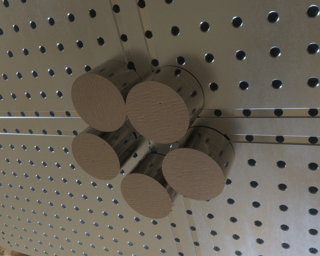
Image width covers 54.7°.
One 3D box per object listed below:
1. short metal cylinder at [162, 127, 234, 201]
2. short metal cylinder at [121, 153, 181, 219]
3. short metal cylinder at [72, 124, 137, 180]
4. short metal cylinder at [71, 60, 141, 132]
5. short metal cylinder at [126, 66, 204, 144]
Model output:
[{"bbox_3d":[0.049,0.045,0.396,0.080,0.050,0.079,13,125,20],"label":"short metal cylinder"},{"bbox_3d":[-0.009,0.084,0.451,0.080,0.050,0.079,14,124,21],"label":"short metal cylinder"},{"bbox_3d":[-0.081,0.030,0.456,0.080,0.050,0.079,13,124,20],"label":"short metal cylinder"},{"bbox_3d":[-0.067,-0.042,0.404,0.080,0.050,0.079,13,124,20],"label":"short metal cylinder"},{"bbox_3d":[0.006,-0.028,0.373,0.080,0.050,0.079,13,124,21],"label":"short metal cylinder"}]
